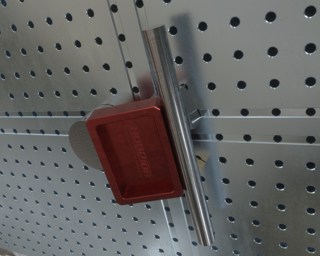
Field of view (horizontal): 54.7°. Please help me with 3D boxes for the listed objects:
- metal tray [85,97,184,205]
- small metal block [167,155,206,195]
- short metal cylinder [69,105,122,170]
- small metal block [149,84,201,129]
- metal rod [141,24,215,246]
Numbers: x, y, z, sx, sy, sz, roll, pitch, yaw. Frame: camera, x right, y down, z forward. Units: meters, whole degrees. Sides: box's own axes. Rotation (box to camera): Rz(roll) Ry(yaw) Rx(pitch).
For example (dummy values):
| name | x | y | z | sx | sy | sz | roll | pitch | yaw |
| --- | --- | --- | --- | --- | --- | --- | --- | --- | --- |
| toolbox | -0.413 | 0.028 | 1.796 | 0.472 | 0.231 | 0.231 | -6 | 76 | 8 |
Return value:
| name | x | y | z | sx | sy | sz | roll | pitch | yaw |
| --- | --- | --- | --- | --- | --- | --- | --- | --- | --- |
| metal tray | -0.027 | 0.033 | 0.390 | 0.090 | 0.030 | 0.129 | -11 | 115 | 11 |
| small metal block | 0.027 | 0.057 | 0.430 | 0.050 | 0.025 | 0.050 | 34 | 129 | 5 |
| short metal cylinder | -0.082 | 0.013 | 0.443 | 0.080 | 0.050 | 0.079 | 13 | 124 | 20 |
| small metal block | 0.016 | -0.021 | 0.389 | 0.050 | 0.025 | 0.050 | -16 | 110 | 34 |
| metal rod | 0.029 | 0.027 | 0.379 | 0.025 | 0.025 | 0.298 | -1 | 118 | 28 |
